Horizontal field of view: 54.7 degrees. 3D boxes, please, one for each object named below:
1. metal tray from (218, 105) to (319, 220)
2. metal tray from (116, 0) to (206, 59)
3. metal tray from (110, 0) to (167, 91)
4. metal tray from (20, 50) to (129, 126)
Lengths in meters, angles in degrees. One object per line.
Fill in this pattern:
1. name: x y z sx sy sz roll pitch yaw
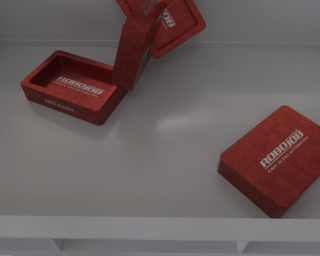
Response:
1. metal tray: 0.146 0.035 0.373 0.131 0.030 0.090 -33 58 -25
2. metal tray: -0.004 -0.179 0.447 0.090 0.130 0.030 -31 18 12
3. metal tray: -0.027 -0.120 0.430 0.030 0.089 0.130 20 36 -1
4. metal tray: -0.120 -0.063 0.453 0.130 0.030 0.090 19 52 15
